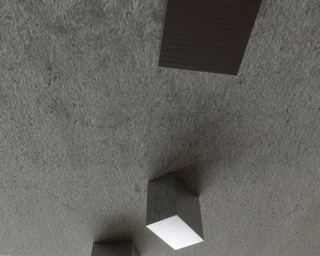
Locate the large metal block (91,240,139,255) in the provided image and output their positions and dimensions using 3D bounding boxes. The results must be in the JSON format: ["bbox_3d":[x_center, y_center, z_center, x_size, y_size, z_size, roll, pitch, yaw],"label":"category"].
[{"bbox_3d":[-0.087,0.271,0.620,0.080,0.050,0.080,-7,130,6],"label":"large metal block"}]

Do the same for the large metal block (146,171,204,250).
[{"bbox_3d":[0.023,0.128,0.480,0.050,0.080,0.080,-26,126,20],"label":"large metal block"}]

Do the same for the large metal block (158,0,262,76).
[{"bbox_3d":[0.043,-0.103,0.303,0.081,0.050,0.079,6,130,-5],"label":"large metal block"}]
